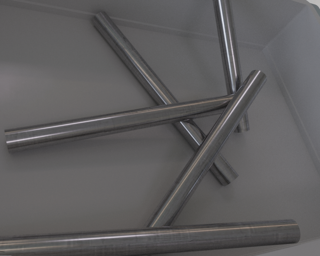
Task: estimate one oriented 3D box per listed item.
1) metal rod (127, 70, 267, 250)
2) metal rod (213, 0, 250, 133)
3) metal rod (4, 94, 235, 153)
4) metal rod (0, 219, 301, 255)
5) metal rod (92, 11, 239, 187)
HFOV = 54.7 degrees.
[{"bbox_3d":[0.053,0.035,0.368,0.025,0.025,0.301,40,65,-2],"label":"metal rod"},{"bbox_3d":[0.096,-0.140,0.445,0.025,0.025,0.298,-19,103,-35],"label":"metal rod"},{"bbox_3d":[-0.021,-0.012,0.378,0.303,0.025,0.025,-11,67,-25],"label":"metal rod"},{"bbox_3d":[-0.006,0.107,0.295,0.302,0.025,0.025,1,61,-13],"label":"metal rod"},{"bbox_3d":[0.003,-0.046,0.434,0.025,0.025,0.300,-32,80,-38],"label":"metal rod"}]
